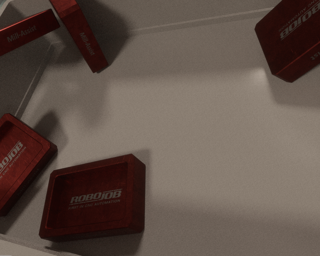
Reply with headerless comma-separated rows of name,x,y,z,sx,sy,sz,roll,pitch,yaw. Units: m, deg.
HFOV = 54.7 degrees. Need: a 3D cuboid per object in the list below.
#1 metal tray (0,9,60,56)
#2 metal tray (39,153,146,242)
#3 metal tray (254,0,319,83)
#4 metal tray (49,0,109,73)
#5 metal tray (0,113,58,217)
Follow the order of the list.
metal tray,-0.232,-0.141,0.478,0.090,0.030,0.131,7,39,43
metal tray,-0.084,0.089,0.389,0.130,0.030,0.090,-13,56,20
metal tray,0.175,-0.124,0.346,0.129,0.030,0.090,-41,43,41
metal tray,-0.133,-0.160,0.493,0.030,0.130,0.090,-32,60,-6
metal tray,-0.231,0.054,0.461,0.090,0.030,0.130,34,79,8
